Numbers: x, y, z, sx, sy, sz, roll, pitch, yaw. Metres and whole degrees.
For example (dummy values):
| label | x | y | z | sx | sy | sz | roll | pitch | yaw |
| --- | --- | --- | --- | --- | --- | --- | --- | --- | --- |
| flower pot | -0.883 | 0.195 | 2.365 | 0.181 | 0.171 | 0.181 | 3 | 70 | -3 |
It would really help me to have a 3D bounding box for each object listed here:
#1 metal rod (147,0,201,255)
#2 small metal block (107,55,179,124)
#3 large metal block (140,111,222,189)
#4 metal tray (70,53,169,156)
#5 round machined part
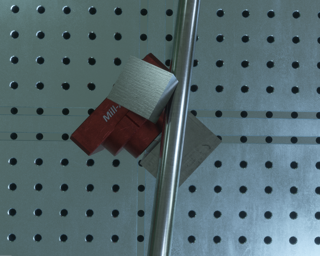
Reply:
| label | x | y | z | sx | sy | sz | roll | pitch | yaw |
| --- | --- | --- | --- | --- | --- | --- | --- | --- | --- |
| metal rod | 0.014 | 0.011 | 0.333 | 0.025 | 0.025 | 0.298 | 7 | 90 | -1 |
| small metal block | -0.017 | -0.039 | 0.315 | 0.050 | 0.025 | 0.050 | 28 | 88 | 18 |
| large metal block | 0.023 | 0.027 | 0.383 | 0.050 | 0.080 | 0.080 | 43 | 90 | -1 |
| metal tray | -0.044 | -0.026 | 0.380 | 0.030 | 0.090 | 0.130 | 43 | 90 | 0 |
| round machined part | -0.022 | -0.001 | 0.380 | 0.042 | 0.098 | 0.098 | 42 | 90 | 0 |
